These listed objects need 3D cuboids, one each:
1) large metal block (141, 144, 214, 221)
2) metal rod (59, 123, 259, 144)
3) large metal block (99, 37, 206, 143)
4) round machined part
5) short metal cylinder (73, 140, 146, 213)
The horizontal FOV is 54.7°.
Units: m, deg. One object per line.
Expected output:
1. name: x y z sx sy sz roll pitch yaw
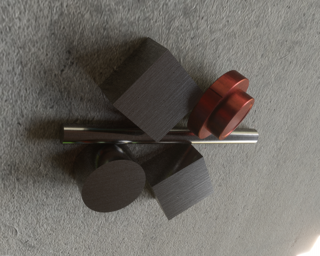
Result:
1. large metal block: 0.025 0.075 0.454 0.080 0.050 0.080 -29 129 -10
2. metal rod: 0.019 0.010 0.428 0.303 0.025 0.025 2 118 -30
3. large metal block: -0.008 -0.043 0.360 0.080 0.050 0.080 -45 130 3
4. round machined part: 0.084 -0.023 0.401 0.098 0.042 0.098 -41 159 -19
5. short metal cylinder: -0.065 0.060 0.395 0.081 0.050 0.079 -14 125 -21
